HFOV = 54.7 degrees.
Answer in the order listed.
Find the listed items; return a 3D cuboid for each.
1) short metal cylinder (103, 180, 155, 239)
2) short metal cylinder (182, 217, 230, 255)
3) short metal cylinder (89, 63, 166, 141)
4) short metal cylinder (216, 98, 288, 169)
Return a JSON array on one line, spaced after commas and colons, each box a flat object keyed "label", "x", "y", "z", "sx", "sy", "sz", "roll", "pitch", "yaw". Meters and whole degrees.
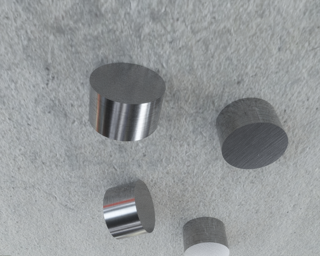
[{"label": "short metal cylinder", "x": -0.046, "y": 0.126, "z": 0.478, "sx": 0.050, "sy": 0.080, "sz": 0.080, "roll": -17, "pitch": 128, "yaw": 13}, {"label": "short metal cylinder", "x": 0.083, "y": 0.208, "z": 0.569, "sx": 0.081, "sy": 0.050, "sz": 0.079, "roll": 0, "pitch": 130, "yaw": 0}, {"label": "short metal cylinder", "x": -0.038, "y": -0.031, "z": 0.345, "sx": 0.081, "sy": 0.080, "sz": 0.050, "roll": 7, "pitch": 130, "yaw": -7}, {"label": "short metal cylinder", "x": 0.116, "y": 0.008, "z": 0.399, "sx": 0.081, "sy": 0.050, "sz": 0.079, "roll": 0, "pitch": 130, "yaw": 0}]
